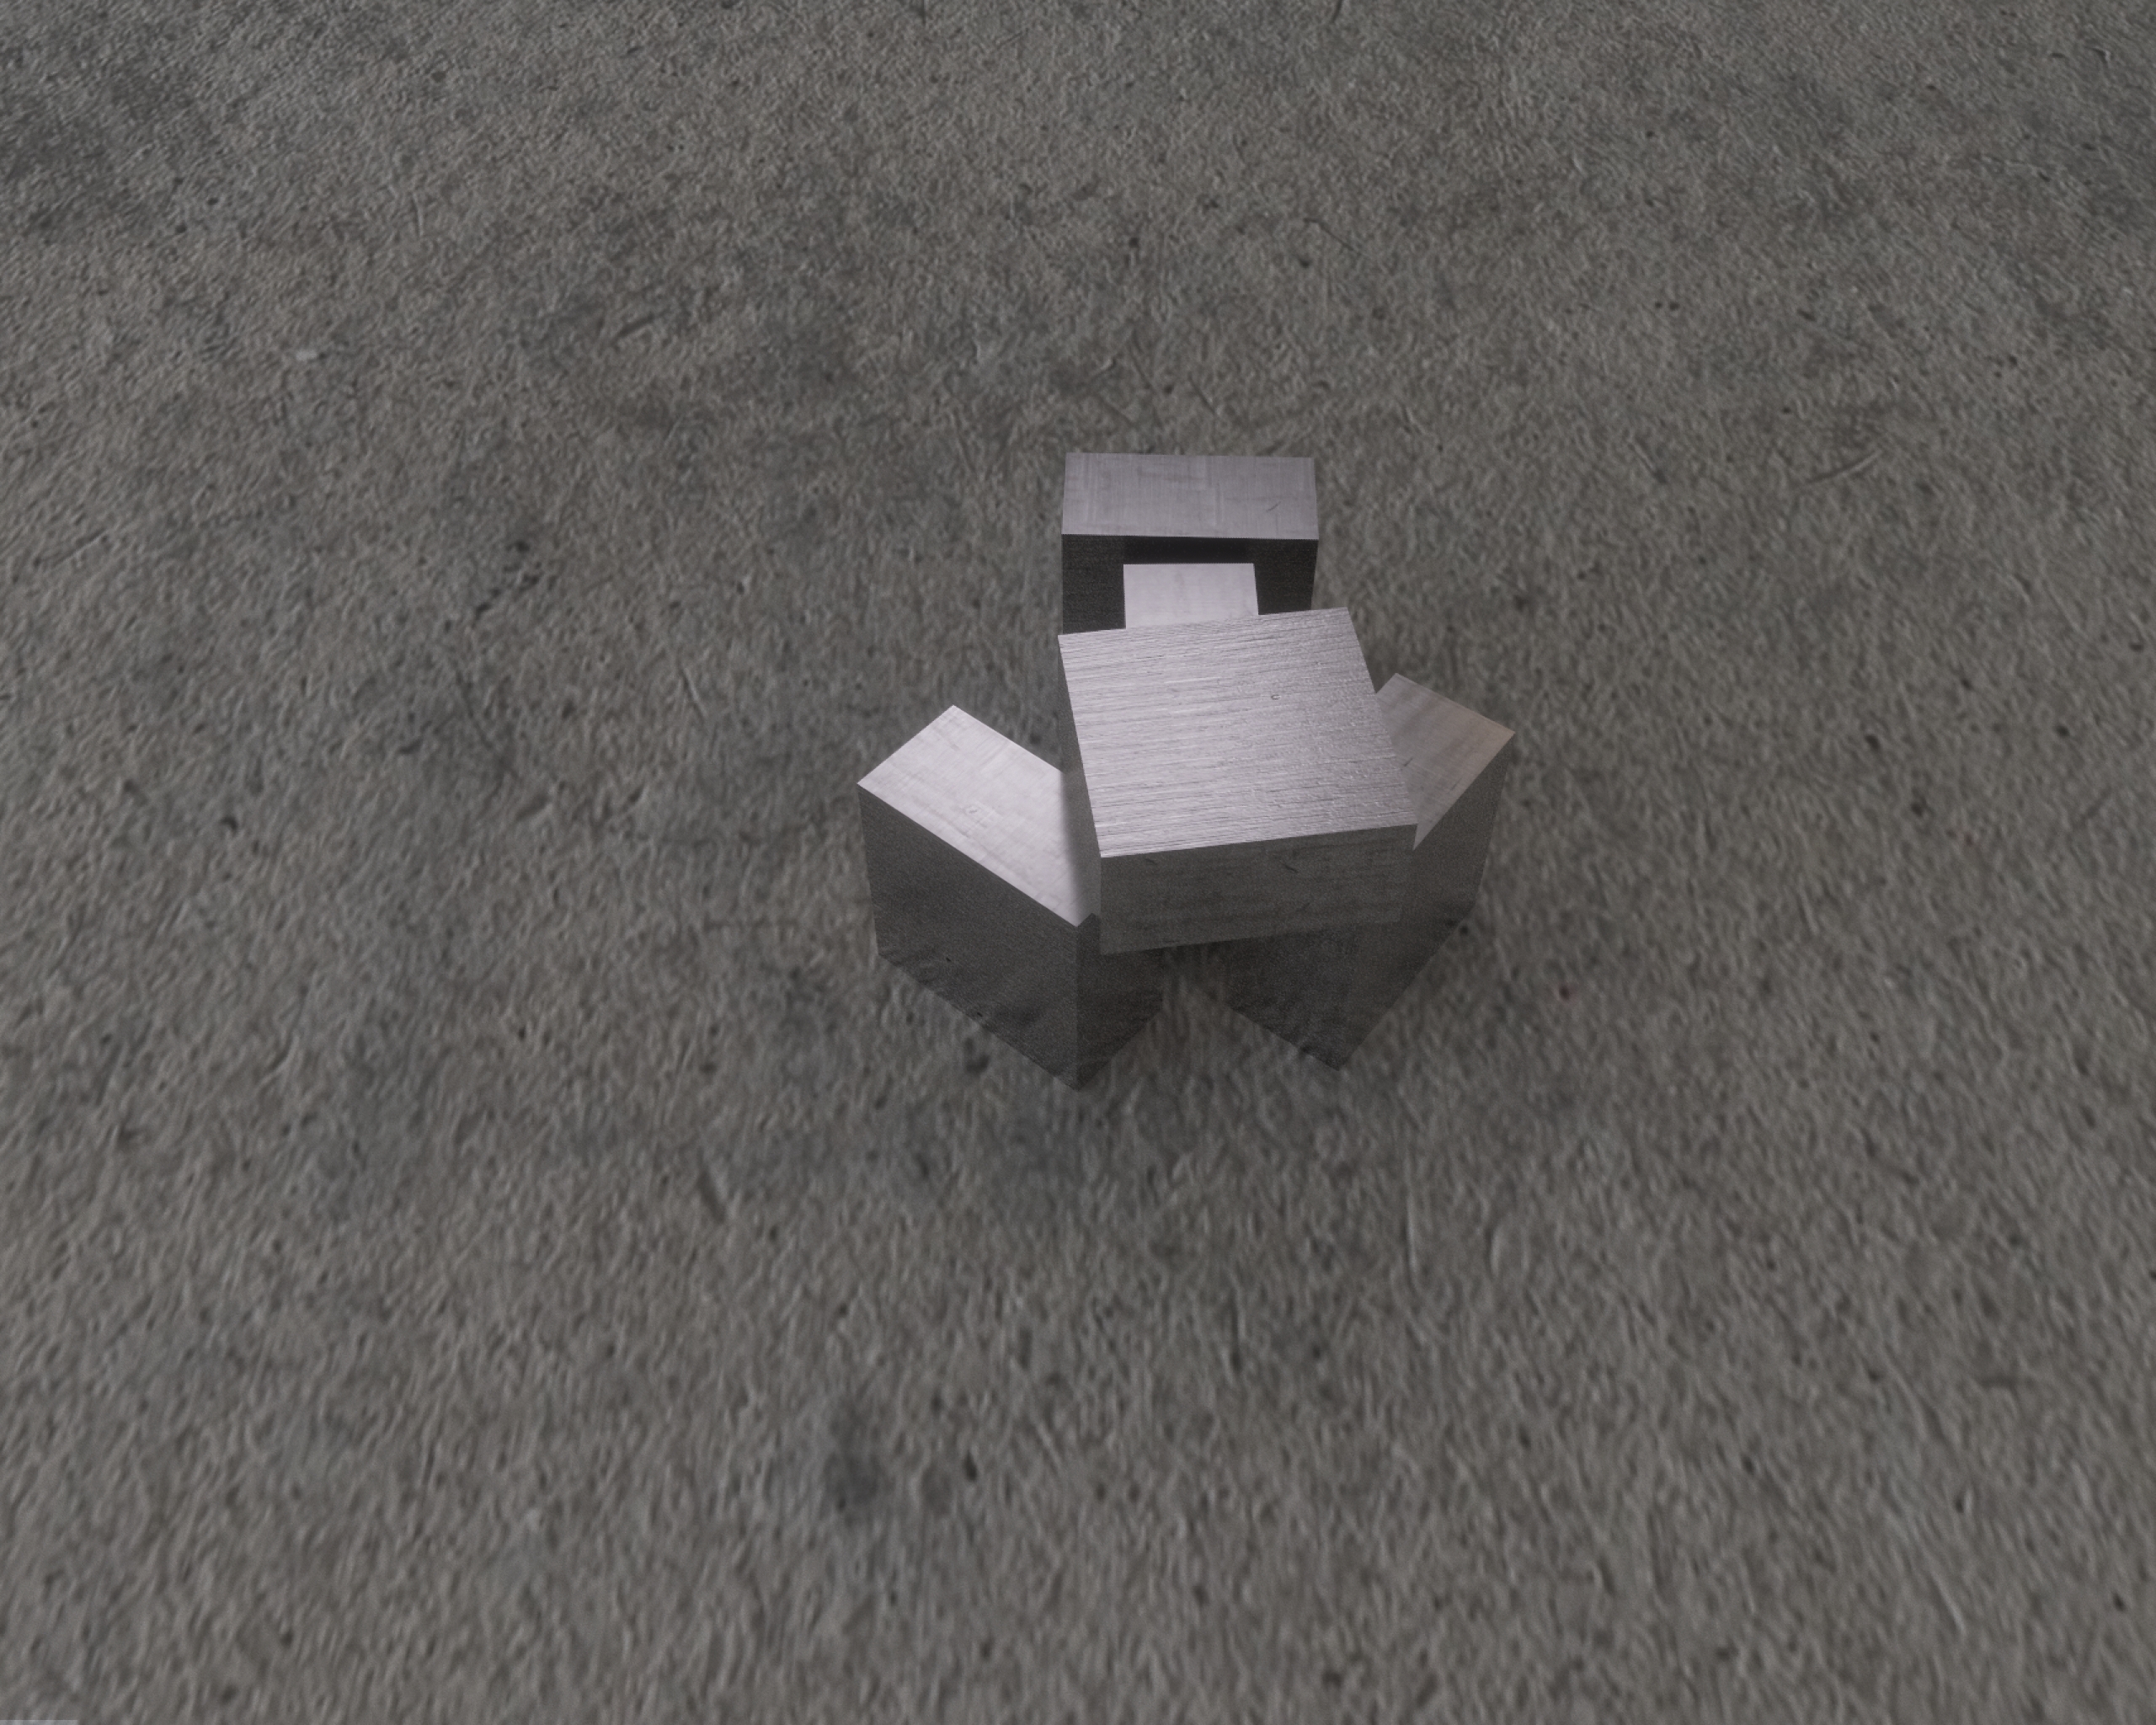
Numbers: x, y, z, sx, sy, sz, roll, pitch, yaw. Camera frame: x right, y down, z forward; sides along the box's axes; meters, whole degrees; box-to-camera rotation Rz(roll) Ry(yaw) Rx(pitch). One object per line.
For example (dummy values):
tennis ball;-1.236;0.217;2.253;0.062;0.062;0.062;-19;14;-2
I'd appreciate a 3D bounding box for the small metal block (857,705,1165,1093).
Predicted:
small metal block;-0.011;0.007;0.381;0.050;0.050;0.025;33;58;24

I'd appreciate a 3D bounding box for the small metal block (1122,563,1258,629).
small metal block;0.022;-0.023;0.406;0.025;0.050;0.050;-1;50;0

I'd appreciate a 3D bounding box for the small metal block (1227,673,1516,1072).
small metal block;0.053;0.002;0.386;0.025;0.050;0.050;30;56;23

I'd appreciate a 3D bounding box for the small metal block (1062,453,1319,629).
small metal block;0.022;-0.057;0.435;0.050;0.050;0.025;1;50;1

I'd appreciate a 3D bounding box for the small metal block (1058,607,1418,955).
small metal block;0.025;-0.014;0.350;0.050;0.025;0.050;-6;50;-5
